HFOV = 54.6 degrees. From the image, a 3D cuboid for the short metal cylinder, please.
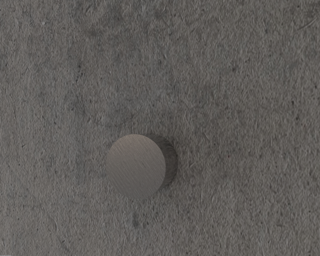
[{"bbox_3d":[-0.022,0.047,0.404,0.080,0.050,0.080,0,90,20],"label":"short metal cylinder"}]
